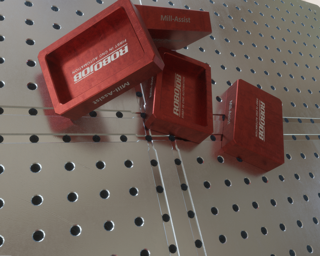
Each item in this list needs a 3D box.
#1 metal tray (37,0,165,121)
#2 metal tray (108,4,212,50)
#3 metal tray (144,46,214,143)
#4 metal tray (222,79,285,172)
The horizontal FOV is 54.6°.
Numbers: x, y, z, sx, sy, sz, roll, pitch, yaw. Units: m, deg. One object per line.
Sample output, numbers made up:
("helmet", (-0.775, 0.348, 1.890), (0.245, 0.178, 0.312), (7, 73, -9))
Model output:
("metal tray", (-0.071, -0.077, 0.357), (0.090, 0.130, 0.030), (67, 13, 19))
("metal tray", (-0.003, -0.140, 0.447), (0.131, 0.090, 0.030), (-8, 90, -32))
("metal tray", (0.029, -0.050, 0.450), (0.091, 0.030, 0.130), (17, 55, -19))
("metal tray", (0.148, -0.007, 0.488), (0.090, 0.030, 0.130), (24, 53, -14))
